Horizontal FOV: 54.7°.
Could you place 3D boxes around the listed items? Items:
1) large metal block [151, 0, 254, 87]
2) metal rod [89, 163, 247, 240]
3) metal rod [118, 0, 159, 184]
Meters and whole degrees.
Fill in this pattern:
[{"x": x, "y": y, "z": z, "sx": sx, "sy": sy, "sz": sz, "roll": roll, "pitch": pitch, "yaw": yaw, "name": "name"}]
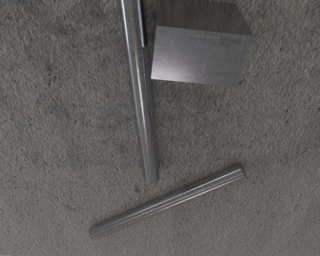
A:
[{"x": 0.034, "y": -0.086, "z": 0.298, "sx": 0.081, "sy": 0.080, "sz": 0.050, "roll": 5, "pitch": 130, "yaw": -4, "name": "large metal block"}, {"x": 0.001, "y": 0.129, "z": 0.516, "sx": 0.300, "sy": 0.025, "sz": 0.025, "roll": -28, "pitch": 125, "yaw": 21, "name": "metal rod"}, {"x": -0.022, "y": -0.038, "z": 0.374, "sx": 0.025, "sy": 0.025, "sz": 0.298, "roll": -3, "pitch": 130, "yaw": 2, "name": "metal rod"}]
